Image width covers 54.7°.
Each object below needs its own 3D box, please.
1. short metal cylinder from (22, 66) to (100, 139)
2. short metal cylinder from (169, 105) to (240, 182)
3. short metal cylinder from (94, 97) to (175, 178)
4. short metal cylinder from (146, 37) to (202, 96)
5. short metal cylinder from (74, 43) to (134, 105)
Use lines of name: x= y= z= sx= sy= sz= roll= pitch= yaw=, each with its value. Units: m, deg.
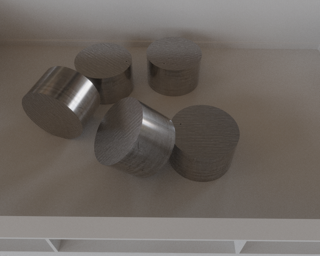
short metal cylinder: x=-0.124 y=-0.031 z=0.394 sx=0.080 sy=0.080 sz=0.050 roll=14 pitch=52 yaw=11
short metal cylinder: x=0.051 y=0.018 z=0.374 sx=0.081 sy=0.050 sz=0.080 roll=0 pitch=50 yaw=0
short metal cylinder: x=-0.029 y=0.012 z=0.352 sx=0.080 sy=0.050 sz=0.080 roll=-25 pitch=51 yaw=36
short metal cylinder: x=0.021 y=-0.093 z=0.468 sx=0.081 sy=0.050 sz=0.080 roll=0 pitch=50 yaw=0
short metal cylinder: x=-0.080 y=-0.080 z=0.455 sx=0.081 sy=0.050 sz=0.080 roll=0 pitch=50 yaw=0
